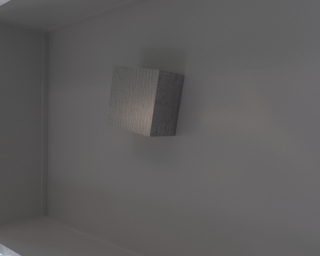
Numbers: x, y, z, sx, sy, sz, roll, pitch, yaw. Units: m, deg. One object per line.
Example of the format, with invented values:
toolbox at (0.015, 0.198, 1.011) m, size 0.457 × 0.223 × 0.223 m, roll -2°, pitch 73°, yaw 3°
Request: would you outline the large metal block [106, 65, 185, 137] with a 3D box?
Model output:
large metal block at (-0.020, -0.036, 0.409) m, size 0.080 × 0.050 × 0.080 m, roll 14°, pitch 99°, yaw 39°
